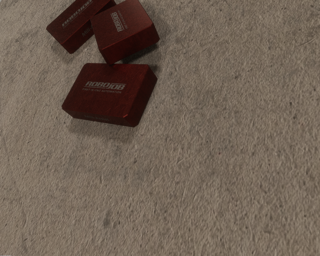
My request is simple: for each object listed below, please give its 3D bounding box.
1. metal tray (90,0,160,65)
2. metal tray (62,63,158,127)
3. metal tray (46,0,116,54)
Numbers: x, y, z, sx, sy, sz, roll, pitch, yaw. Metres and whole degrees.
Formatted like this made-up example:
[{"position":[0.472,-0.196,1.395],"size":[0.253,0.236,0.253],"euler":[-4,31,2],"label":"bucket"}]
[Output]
[{"position":[-0.062,-0.165,0.512],"size":[0.090,0.030,0.130],"euler":[-25,43,2],"label":"metal tray"},{"position":[-0.078,-0.054,0.473],"size":[0.130,0.030,0.090],"euler":[9,66,31],"label":"metal tray"},{"position":[-0.154,-0.215,0.611],"size":[0.130,0.030,0.090],"euler":[-44,51,-3],"label":"metal tray"}]
